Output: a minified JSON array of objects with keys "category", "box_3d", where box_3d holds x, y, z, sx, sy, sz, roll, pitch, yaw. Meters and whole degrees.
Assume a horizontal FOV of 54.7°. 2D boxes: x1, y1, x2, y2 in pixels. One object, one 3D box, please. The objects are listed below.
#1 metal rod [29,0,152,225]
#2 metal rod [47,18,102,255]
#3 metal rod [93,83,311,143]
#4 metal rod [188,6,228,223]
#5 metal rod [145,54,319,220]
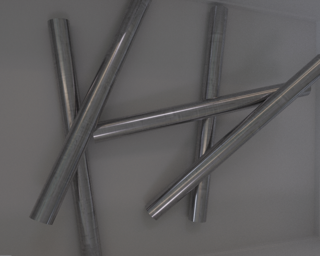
[{"category":"metal rod","box_3d":[-0.073,-0.038,0.363,0.025,0.025,0.299,26,74,-18]},{"category":"metal rod","box_3d":[-0.101,0.022,0.373,0.025,0.025,0.298,-8,93,-20]},{"category":"metal rod","box_3d":[0.063,-0.026,0.407,0.302,0.025,0.025,-13,95,-13]},{"category":"metal rod","box_3d":[0.068,-0.021,0.435,0.025,0.025,0.298,7,88,-20]},{"category":"metal rod","box_3d":[0.101,0.013,0.405,0.300,0.025,0.025,-41,104,1]}]
